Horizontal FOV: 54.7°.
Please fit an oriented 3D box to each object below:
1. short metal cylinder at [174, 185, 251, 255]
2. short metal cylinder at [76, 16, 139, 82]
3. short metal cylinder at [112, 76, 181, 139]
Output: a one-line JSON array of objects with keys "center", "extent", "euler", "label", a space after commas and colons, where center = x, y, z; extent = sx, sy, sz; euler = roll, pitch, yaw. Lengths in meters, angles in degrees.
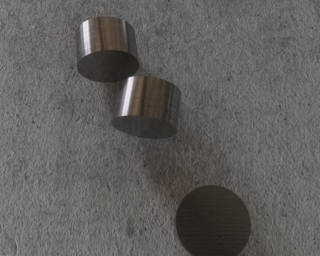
[{"center": [0.057, 0.109, 0.355], "extent": [0.081, 0.050, 0.080], "euler": [0, 70, 0], "label": "short metal cylinder"}, {"center": [-0.071, -0.103, 0.416], "extent": [0.081, 0.080, 0.050], "euler": [-7, 70, -3], "label": "short metal cylinder"}, {"center": [-0.016, -0.023, 0.387], "extent": [0.080, 0.080, 0.050], "euler": [7, 70, 2], "label": "short metal cylinder"}]
